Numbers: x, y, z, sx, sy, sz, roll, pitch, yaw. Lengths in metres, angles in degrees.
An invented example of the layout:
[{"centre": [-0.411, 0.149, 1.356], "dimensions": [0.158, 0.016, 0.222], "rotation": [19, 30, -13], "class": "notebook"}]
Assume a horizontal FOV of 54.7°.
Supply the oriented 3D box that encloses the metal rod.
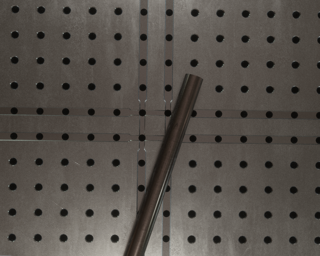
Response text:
[{"centre": [-0.002, 0.073, 0.413], "dimensions": [0.025, 0.025, 0.298], "rotation": [19, 90, -1], "class": "metal rod"}]
